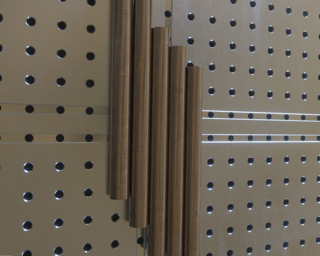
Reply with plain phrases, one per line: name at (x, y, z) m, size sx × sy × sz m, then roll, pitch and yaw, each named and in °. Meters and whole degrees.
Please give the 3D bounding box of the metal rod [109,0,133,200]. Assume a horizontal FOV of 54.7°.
metal rod at (-0.049, -0.060, 0.395) m, size 0.025 × 0.025 × 0.298 m, roll 1°, pitch 90°, yaw -20°

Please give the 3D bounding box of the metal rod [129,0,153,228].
metal rod at (-0.025, -0.023, 0.403) m, size 0.025 × 0.025 × 0.298 m, roll 1°, pitch 90°, yaw -20°

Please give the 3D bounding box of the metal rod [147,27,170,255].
metal rod at (-0.002, 0.018, 0.412) m, size 0.025 × 0.025 × 0.298 m, roll 1°, pitch 90°, yaw -20°

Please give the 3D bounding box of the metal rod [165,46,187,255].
metal rod at (0.021, 0.040, 0.421) m, size 0.025 × 0.025 × 0.298 m, roll 1°, pitch 90°, yaw -20°

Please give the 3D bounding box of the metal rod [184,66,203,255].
metal rod at (0.045, 0.066, 0.430) m, size 0.025 × 0.025 × 0.298 m, roll 1°, pitch 90°, yaw -20°
